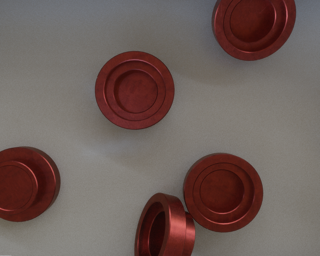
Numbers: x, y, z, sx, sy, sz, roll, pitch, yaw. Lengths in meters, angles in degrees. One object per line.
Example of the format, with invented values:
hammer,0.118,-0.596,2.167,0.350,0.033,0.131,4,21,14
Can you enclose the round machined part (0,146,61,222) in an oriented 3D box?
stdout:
round machined part,-0.185,0.074,0.401,0.099,0.042,0.097,0,90,0

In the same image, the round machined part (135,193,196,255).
round machined part,0.008,0.132,0.378,0.042,0.098,0.098,19,90,-20

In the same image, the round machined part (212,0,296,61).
round machined part,0.114,-0.138,0.391,0.099,0.042,0.097,-1,118,-2

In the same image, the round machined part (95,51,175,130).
round machined part,-0.031,-0.047,0.402,0.099,0.042,0.097,0,90,0

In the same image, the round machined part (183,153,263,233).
round machined part,0.079,0.081,0.403,0.099,0.042,0.097,0,90,0
